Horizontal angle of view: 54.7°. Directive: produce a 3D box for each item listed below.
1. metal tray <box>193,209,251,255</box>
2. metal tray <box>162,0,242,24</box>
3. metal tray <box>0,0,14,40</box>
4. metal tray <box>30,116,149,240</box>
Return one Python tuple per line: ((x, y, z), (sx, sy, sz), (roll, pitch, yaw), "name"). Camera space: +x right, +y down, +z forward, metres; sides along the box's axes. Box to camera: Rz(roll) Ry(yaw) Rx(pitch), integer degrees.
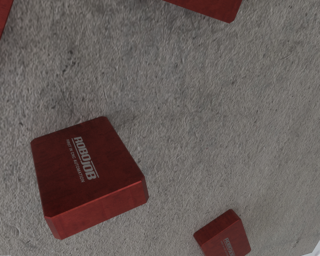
((0.127, 0.228, 0.614), (0.090, 0.030, 0.130), (-32, 129, -8), "metal tray")
((0.036, -0.170, 0.318), (0.131, 0.030, 0.089), (6, 116, -31), "metal tray")
((-0.194, -0.095, 0.238), (0.131, 0.030, 0.089), (16, 110, -35), "metal tray")
((-0.078, 0.042, 0.322), (0.091, 0.130, 0.030), (-20, 126, -17), "metal tray")
